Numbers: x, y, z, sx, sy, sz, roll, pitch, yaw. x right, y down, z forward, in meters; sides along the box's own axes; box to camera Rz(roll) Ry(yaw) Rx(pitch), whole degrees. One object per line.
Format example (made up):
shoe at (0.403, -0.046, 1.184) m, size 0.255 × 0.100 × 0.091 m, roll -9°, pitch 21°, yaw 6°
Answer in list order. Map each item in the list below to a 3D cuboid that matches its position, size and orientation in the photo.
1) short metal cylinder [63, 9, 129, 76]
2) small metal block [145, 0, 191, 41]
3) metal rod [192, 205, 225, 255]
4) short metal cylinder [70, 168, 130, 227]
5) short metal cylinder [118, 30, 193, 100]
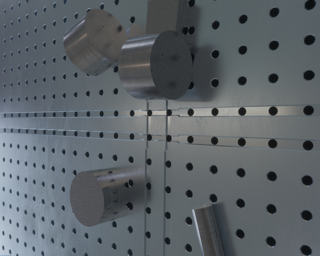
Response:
short metal cylinder at (-0.090, -0.122, 0.448) m, size 0.050 × 0.081 × 0.080 m, roll -22°, pitch 76°, yaw 38°
small metal block at (0.010, -0.138, 0.401) m, size 0.050 × 0.025 × 0.050 m, roll 11°, pitch 97°, yaw 39°
metal rod at (0.082, 0.237, 0.341) m, size 0.025 × 0.025 × 0.299 m, roll -20°, pitch 77°, yaw 38°
short metal cylinder at (-0.091, 0.103, 0.468) m, size 0.080 × 0.050 × 0.079 m, roll 0°, pitch 90°, yaw 40°
short metal cylinder at (-0.004, -0.074, 0.377) m, size 0.050 × 0.081 × 0.079 m, roll 4°, pitch 93°, yaw 40°
